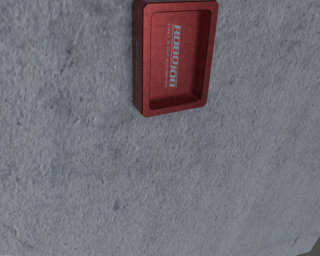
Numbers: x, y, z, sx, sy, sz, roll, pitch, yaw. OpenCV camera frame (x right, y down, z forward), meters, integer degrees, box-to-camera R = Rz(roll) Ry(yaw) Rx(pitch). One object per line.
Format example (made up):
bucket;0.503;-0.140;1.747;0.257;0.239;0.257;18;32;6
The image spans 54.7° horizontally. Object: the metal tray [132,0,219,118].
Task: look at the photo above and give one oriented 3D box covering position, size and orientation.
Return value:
metal tray;0.016;-0.082;0.362;0.091;0.030;0.129;-12;124;-22
